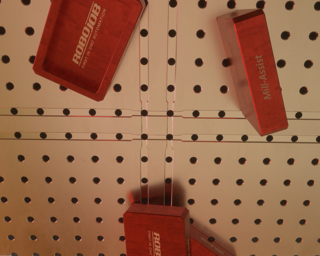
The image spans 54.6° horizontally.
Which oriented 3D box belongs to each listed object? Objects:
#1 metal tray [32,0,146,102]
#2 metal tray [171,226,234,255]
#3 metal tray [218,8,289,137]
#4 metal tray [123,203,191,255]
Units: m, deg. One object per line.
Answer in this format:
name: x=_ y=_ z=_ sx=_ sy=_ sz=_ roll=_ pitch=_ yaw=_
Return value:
metal tray: x=-0.084 y=-0.106 z=0.360 sx=0.090 sy=0.030 sz=0.129 roll=25 pitch=117 yaw=-9
metal tray: x=0.052 y=0.214 z=0.490 sx=0.130 sy=0.030 sz=0.090 roll=38 pitch=106 yaw=-13
metal tray: x=0.104 y=-0.066 z=0.355 sx=0.030 sy=0.090 sz=0.129 roll=-18 pitch=109 yaw=6
metal tray: x=-0.002 y=0.179 z=0.451 sx=0.090 sy=0.030 sz=0.129 roll=0 pitch=101 yaw=18
